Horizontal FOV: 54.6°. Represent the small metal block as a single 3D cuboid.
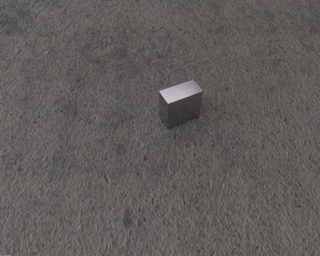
[{"bbox_3d":[0.027,-0.031,0.413,0.050,0.050,0.025,-21,53,-17],"label":"small metal block"}]
